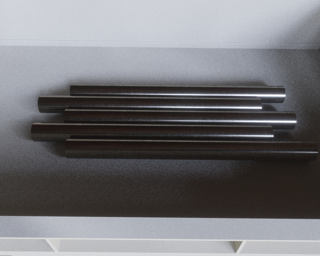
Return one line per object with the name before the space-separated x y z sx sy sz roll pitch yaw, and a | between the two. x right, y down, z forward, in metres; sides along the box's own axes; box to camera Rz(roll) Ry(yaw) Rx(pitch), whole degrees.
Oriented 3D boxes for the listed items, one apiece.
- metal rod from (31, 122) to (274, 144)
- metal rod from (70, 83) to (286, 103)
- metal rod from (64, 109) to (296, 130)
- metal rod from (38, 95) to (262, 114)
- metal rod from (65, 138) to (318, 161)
metal rod | -0.009 0.007 0.397 0.302 0.025 0.025 1 50 0
metal rod | 0.025 -0.050 0.445 0.302 0.025 0.025 1 50 0
metal rod | 0.026 -0.012 0.414 0.302 0.025 0.025 1 50 0
metal rod | -0.013 -0.031 0.429 0.302 0.025 0.025 1 50 0
metal rod | 0.038 0.027 0.381 0.302 0.025 0.025 1 50 0
